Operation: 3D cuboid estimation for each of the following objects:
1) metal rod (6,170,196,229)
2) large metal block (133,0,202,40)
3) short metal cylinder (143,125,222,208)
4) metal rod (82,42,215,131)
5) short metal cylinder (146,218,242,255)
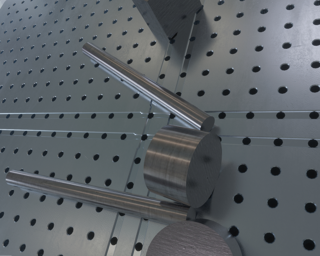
[{"bbox_3d":[-0.097,0.086,0.406,0.300,0.025,0.025,4,64,30],"label":"metal rod"},{"bbox_3d":[0.011,-0.203,0.492,0.080,0.080,0.050,-47,51,-5],"label":"large metal block"},{"bbox_3d":[0.027,0.040,0.335,0.050,0.080,0.080,12,68,33],"label":"short metal cylinder"},{"bbox_3d":[-0.036,-0.074,0.472,0.025,0.025,0.300,-49,52,-6],"label":"metal rod"},{"bbox_3d":[0.033,0.126,0.285,0.080,0.050,0.080,-5,75,19],"label":"short metal cylinder"}]
